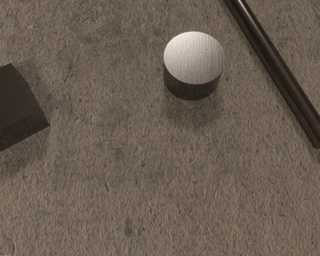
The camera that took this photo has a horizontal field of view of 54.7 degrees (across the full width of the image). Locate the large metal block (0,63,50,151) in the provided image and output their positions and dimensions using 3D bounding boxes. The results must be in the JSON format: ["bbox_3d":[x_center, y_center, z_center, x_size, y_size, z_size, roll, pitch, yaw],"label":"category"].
[{"bbox_3d":[-0.205,-0.024,0.401,0.080,0.050,0.080,-30,73,-11],"label":"large metal block"}]

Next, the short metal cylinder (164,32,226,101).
[{"bbox_3d":[0.045,-0.084,0.426,0.081,0.050,0.080,0,70,0],"label":"short metal cylinder"}]

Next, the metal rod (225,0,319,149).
[{"bbox_3d":[0.158,-0.107,0.449,0.025,0.025,0.299,-22,72,-8],"label":"metal rod"}]
